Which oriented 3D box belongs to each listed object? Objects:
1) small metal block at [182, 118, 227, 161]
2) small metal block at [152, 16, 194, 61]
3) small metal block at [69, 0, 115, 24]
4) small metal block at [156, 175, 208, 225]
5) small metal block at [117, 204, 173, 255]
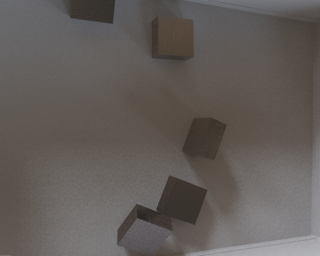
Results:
[{"bbox_3d":[0.059,0.014,0.420,0.025,0.050,0.050,23,82,-19],"label":"small metal block"},{"bbox_3d":[0.017,-0.120,0.418,0.050,0.025,0.050,-1,91,-21],"label":"small metal block"},{"bbox_3d":[-0.081,-0.156,0.371,0.050,0.025,0.050,1,114,-21],"label":"small metal block"},{"bbox_3d":[0.030,0.098,0.423,0.050,0.025,0.050,24,82,-19],"label":"small metal block"},{"bbox_3d":[-0.020,0.130,0.393,0.050,0.025,0.050,27,112,-19],"label":"small metal block"}]
